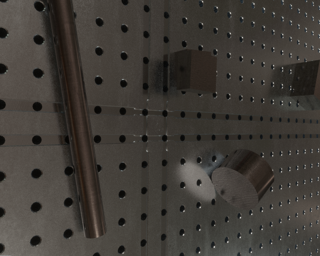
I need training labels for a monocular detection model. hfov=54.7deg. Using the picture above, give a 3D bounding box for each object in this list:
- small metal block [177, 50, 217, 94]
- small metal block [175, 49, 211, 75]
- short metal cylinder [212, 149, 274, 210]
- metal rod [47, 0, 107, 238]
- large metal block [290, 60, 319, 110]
[{"bbox_3d":[0.051,-0.074,0.421,0.050,0.025,0.050,4,88,-40],"label":"small metal block"},{"bbox_3d":[0.050,-0.086,0.453,0.050,0.025,0.050,-6,94,-40],"label":"small metal block"},{"bbox_3d":[0.129,0.080,0.485,0.050,0.080,0.080,-38,114,-34],"label":"short metal cylinder"},{"bbox_3d":[-0.091,-0.028,0.333,0.025,0.025,0.298,-12,98,-40],"label":"metal rod"},{"bbox_3d":[0.334,-0.091,0.677,0.080,0.050,0.080,26,74,-37],"label":"large metal block"}]
